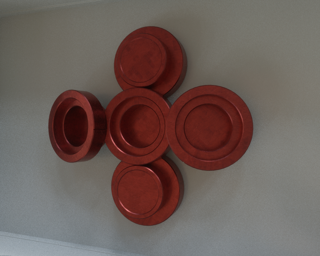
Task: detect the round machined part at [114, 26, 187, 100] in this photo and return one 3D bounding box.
[{"bbox_3d":[-0.017,-0.085,0.406,0.098,0.042,0.097,0,90,20],"label":"round machined part"}]

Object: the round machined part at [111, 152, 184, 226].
[{"bbox_3d":[-0.021,0.080,0.407,0.098,0.042,0.097,0,90,20],"label":"round machined part"}]

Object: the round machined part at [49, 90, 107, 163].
[{"bbox_3d":[-0.108,-0.002,0.429,0.098,0.042,0.097,0,90,37],"label":"round machined part"}]

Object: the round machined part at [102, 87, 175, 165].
[{"bbox_3d":[-0.023,-0.002,0.407,0.098,0.042,0.097,0,90,20],"label":"round machined part"}]

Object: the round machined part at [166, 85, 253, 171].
[{"bbox_3d":[0.057,0.000,0.371,0.099,0.042,0.097,0,90,3],"label":"round machined part"}]
